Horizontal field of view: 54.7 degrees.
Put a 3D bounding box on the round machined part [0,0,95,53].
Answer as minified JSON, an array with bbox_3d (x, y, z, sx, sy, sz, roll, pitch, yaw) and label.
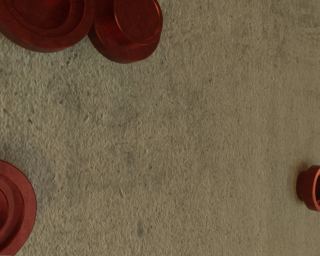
[{"bbox_3d":[-0.116,-0.121,0.296,0.099,0.042,0.097,0,90,-40],"label":"round machined part"}]

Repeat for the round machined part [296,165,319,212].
[{"bbox_3d":[0.332,0.129,0.672,0.099,0.042,0.097,0,90,-40],"label":"round machined part"}]

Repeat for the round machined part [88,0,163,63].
[{"bbox_3d":[-0.035,-0.127,0.364,0.099,0.042,0.097,0,90,-40],"label":"round machined part"}]

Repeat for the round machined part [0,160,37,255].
[{"bbox_3d":[-0.160,0.071,0.259,0.099,0.042,0.097,0,90,-40],"label":"round machined part"}]
